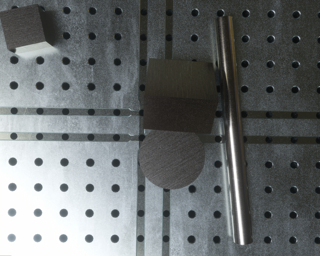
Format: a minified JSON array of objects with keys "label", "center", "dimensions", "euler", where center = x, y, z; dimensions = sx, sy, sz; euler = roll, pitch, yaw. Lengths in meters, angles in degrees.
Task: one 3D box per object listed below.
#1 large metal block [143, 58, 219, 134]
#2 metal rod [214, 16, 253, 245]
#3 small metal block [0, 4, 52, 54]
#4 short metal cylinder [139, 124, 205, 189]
[{"label":"large metal block","center":[0.023,-0.041,0.380],"dimensions":[0.081,0.080,0.050],"euler":[4,132,-1]},{"label":"metal rod","center":[0.098,0.003,0.414],"dimensions":[0.025,0.025,0.298],"euler":[-5,90,-1]},{"label":"small metal block","center":[-0.177,-0.131,0.411],"dimensions":[0.050,0.025,0.050],"euler":[-13,90,-1]},{"label":"short metal cylinder","center":[0.015,0.035,0.401],"dimensions":[0.081,0.050,0.079],"euler":[0,90,-1]}]
